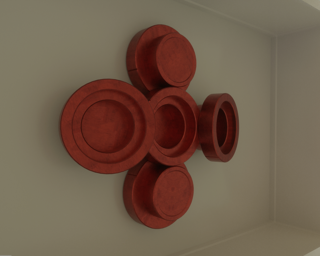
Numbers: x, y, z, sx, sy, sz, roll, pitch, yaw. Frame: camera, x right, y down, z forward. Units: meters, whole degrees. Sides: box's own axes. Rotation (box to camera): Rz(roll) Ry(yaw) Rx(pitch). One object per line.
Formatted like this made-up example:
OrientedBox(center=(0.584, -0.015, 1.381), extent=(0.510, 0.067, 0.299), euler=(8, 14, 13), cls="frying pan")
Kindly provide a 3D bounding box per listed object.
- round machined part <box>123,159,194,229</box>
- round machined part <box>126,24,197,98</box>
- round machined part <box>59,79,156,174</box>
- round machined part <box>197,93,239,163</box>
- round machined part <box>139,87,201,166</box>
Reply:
OrientedBox(center=(0.005, 0.080, 0.398), extent=(0.099, 0.042, 0.097), euler=(0, 90, -40), cls="round machined part")
OrientedBox(center=(0.009, -0.085, 0.400), extent=(0.099, 0.042, 0.097), euler=(0, 90, -40), cls="round machined part")
OrientedBox(center=(-0.058, -0.002, 0.334), extent=(0.099, 0.042, 0.097), euler=(0, 90, -23), cls="round machined part")
OrientedBox(center=(0.077, 0.000, 0.447), extent=(0.099, 0.042, 0.097), euler=(-1, 91, -56), cls="round machined part")
OrientedBox(center=(0.005, -0.002, 0.396), extent=(0.099, 0.042, 0.097), euler=(0, 90, -40), cls="round machined part")
